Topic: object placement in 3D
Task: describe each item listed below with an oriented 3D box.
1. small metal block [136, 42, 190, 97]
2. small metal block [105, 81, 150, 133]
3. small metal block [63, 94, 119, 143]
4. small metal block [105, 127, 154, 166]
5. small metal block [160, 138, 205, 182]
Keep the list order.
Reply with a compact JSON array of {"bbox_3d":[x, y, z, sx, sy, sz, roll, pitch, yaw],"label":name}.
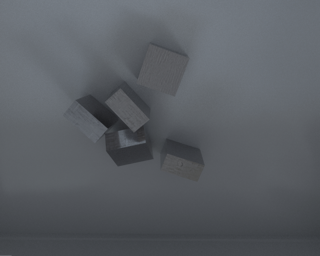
[{"bbox_3d":[0.003,-0.073,0.384,0.050,0.025,0.050,18,109,-7],"label":"small metal block"},{"bbox_3d":[-0.038,-0.028,0.386,0.025,0.050,0.050,-40,104,11],"label":"small metal block"},{"bbox_3d":[-0.085,-0.013,0.388,0.050,0.050,0.025,42,105,-4],"label":"small metal block"},{"bbox_3d":[-0.039,0.025,0.406,0.050,0.025,0.050,-12,149,4],"label":"small metal block"},{"bbox_3d":[0.028,0.042,0.413,0.050,0.050,0.025,18,109,-7],"label":"small metal block"}]
